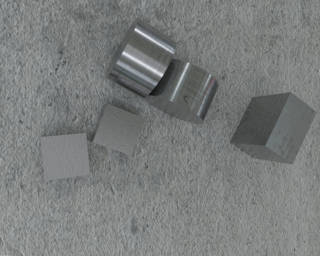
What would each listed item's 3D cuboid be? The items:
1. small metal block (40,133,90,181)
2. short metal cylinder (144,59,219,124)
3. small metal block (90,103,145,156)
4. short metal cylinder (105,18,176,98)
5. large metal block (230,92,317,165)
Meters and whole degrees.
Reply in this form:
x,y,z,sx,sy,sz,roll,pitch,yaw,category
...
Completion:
x,y,z,sx,sy,sz,roll,pitch,yaw,category
-0.113,0.032,0.368,0.050,0.025,0.050,-5,92,-20,small metal block
0.027,-0.045,0.390,0.080,0.080,0.050,27,81,-18,short metal cylinder
-0.054,0.002,0.389,0.050,0.025,0.050,22,83,-19,small metal block
-0.024,-0.083,0.371,0.050,0.080,0.080,28,81,-18,short metal cylinder
0.157,0.000,0.438,0.050,0.080,0.080,32,80,-17,large metal block
